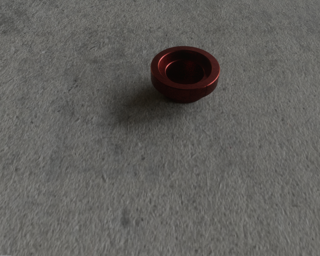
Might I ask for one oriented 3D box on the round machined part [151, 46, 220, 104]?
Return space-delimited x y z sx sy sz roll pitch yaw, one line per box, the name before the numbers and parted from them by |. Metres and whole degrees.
round machined part | 0.036 -0.074 0.455 0.099 0.042 0.098 0 50 0
